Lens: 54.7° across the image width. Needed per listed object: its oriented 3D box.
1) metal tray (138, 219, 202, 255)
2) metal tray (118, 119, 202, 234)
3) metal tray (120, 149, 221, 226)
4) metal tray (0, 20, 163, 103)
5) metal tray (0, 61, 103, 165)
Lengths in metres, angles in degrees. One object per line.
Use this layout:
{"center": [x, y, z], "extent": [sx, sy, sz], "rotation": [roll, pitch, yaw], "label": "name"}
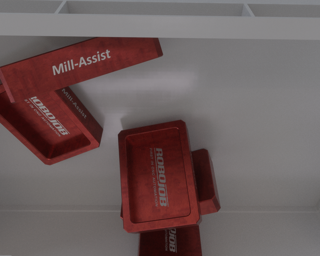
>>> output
{"center": [0.014, 0.162, 0.478], "extent": [0.091, 0.130, 0.030], "rotation": [6, 130, -5], "label": "metal tray"}
{"center": [-0.002, 0.060, 0.391], "extent": [0.090, 0.130, 0.030], "rotation": [-10, 157, 8], "label": "metal tray"}
{"center": [0.013, 0.085, 0.438], "extent": [0.130, 0.090, 0.030], "rotation": [-16, 129, 13], "label": "metal tray"}
{"center": [-0.068, -0.063, 0.291], "extent": [0.131, 0.090, 0.030], "rotation": [-18, 104, -3], "label": "metal tray"}
{"center": [-0.145, -0.015, 0.391], "extent": [0.090, 0.030, 0.130], "rotation": [-21, 127, 16], "label": "metal tray"}
